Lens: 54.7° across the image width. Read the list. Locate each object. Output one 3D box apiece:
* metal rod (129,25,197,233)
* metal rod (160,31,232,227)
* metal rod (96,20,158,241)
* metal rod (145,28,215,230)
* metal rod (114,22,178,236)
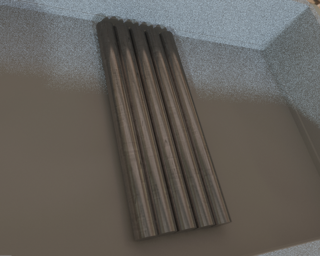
[{"bbox_3d":[-0.004,-0.016,0.412,0.025,0.025,0.299,0,62,-28],"label":"metal rod"},{"bbox_3d":[0.042,-0.015,0.436,0.025,0.025,0.299,0,62,-28],"label":"metal rod"},{"bbox_3d":[-0.047,-0.016,0.388,0.025,0.025,0.299,0,62,-28],"label":"metal rod"},{"bbox_3d":[0.019,-0.016,0.424,0.025,0.025,0.299,0,62,-28],"label":"metal rod"},{"bbox_3d":[-0.026,-0.017,0.400,0.025,0.025,0.299,0,62,-28],"label":"metal rod"}]
